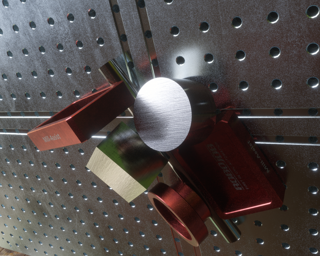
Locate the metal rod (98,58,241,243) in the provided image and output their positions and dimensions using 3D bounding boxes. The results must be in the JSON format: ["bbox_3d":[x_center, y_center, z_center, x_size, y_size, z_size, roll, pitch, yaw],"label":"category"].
[{"bbox_3d":[0.019,0.038,0.419,0.025,0.025,0.299,-28,103,37],"label":"metal rod"}]

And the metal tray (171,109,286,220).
[{"bbox_3d":[0.084,0.051,0.390,0.090,0.030,0.130,-28,103,37],"label":"metal tray"}]

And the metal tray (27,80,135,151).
[{"bbox_3d":[-0.102,-0.013,0.392,0.130,0.090,0.030,-11,115,48],"label":"metal tray"}]

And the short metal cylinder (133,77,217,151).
[{"bbox_3d":[0.016,-0.016,0.353,0.080,0.050,0.079,5,97,39],"label":"short metal cylinder"}]

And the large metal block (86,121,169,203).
[{"bbox_3d":[-0.047,0.049,0.422,0.080,0.050,0.080,41,147,0],"label":"large metal block"}]

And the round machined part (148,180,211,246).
[{"bbox_3d":[0.031,0.112,0.430,0.098,0.042,0.098,42,159,21],"label":"round machined part"}]
